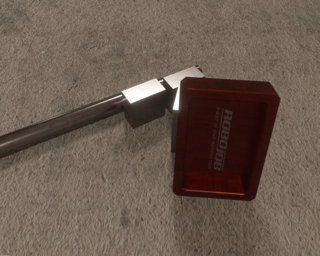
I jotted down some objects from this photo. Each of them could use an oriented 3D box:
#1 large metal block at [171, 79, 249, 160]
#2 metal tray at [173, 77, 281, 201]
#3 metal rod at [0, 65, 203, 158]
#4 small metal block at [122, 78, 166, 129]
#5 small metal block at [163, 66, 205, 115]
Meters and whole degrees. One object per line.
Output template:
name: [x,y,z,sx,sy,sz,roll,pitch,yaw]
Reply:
large metal block: [0.058,-0.007,0.374,0.080,0.080,0.050,9,51,7]
metal tray: [0.062,0.015,0.321,0.091,0.129,0.030,4,30,3]
metal rod: [-0.073,-0.029,0.426,0.302,0.025,0.025,-23,54,-19]
small metal block: [-0.021,-0.032,0.414,0.050,0.050,0.025,-24,55,-19]
small metal block: [0.032,-0.052,0.431,0.050,0.050,0.025,-24,54,-19]
